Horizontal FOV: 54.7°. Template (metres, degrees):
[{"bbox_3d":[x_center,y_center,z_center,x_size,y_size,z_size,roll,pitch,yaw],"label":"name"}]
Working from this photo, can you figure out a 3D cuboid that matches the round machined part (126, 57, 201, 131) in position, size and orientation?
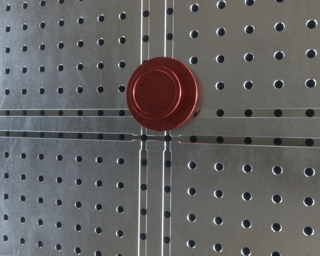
[{"bbox_3d":[0.000,-0.044,0.403,0.098,0.042,0.097,0,90,19],"label":"round machined part"}]
